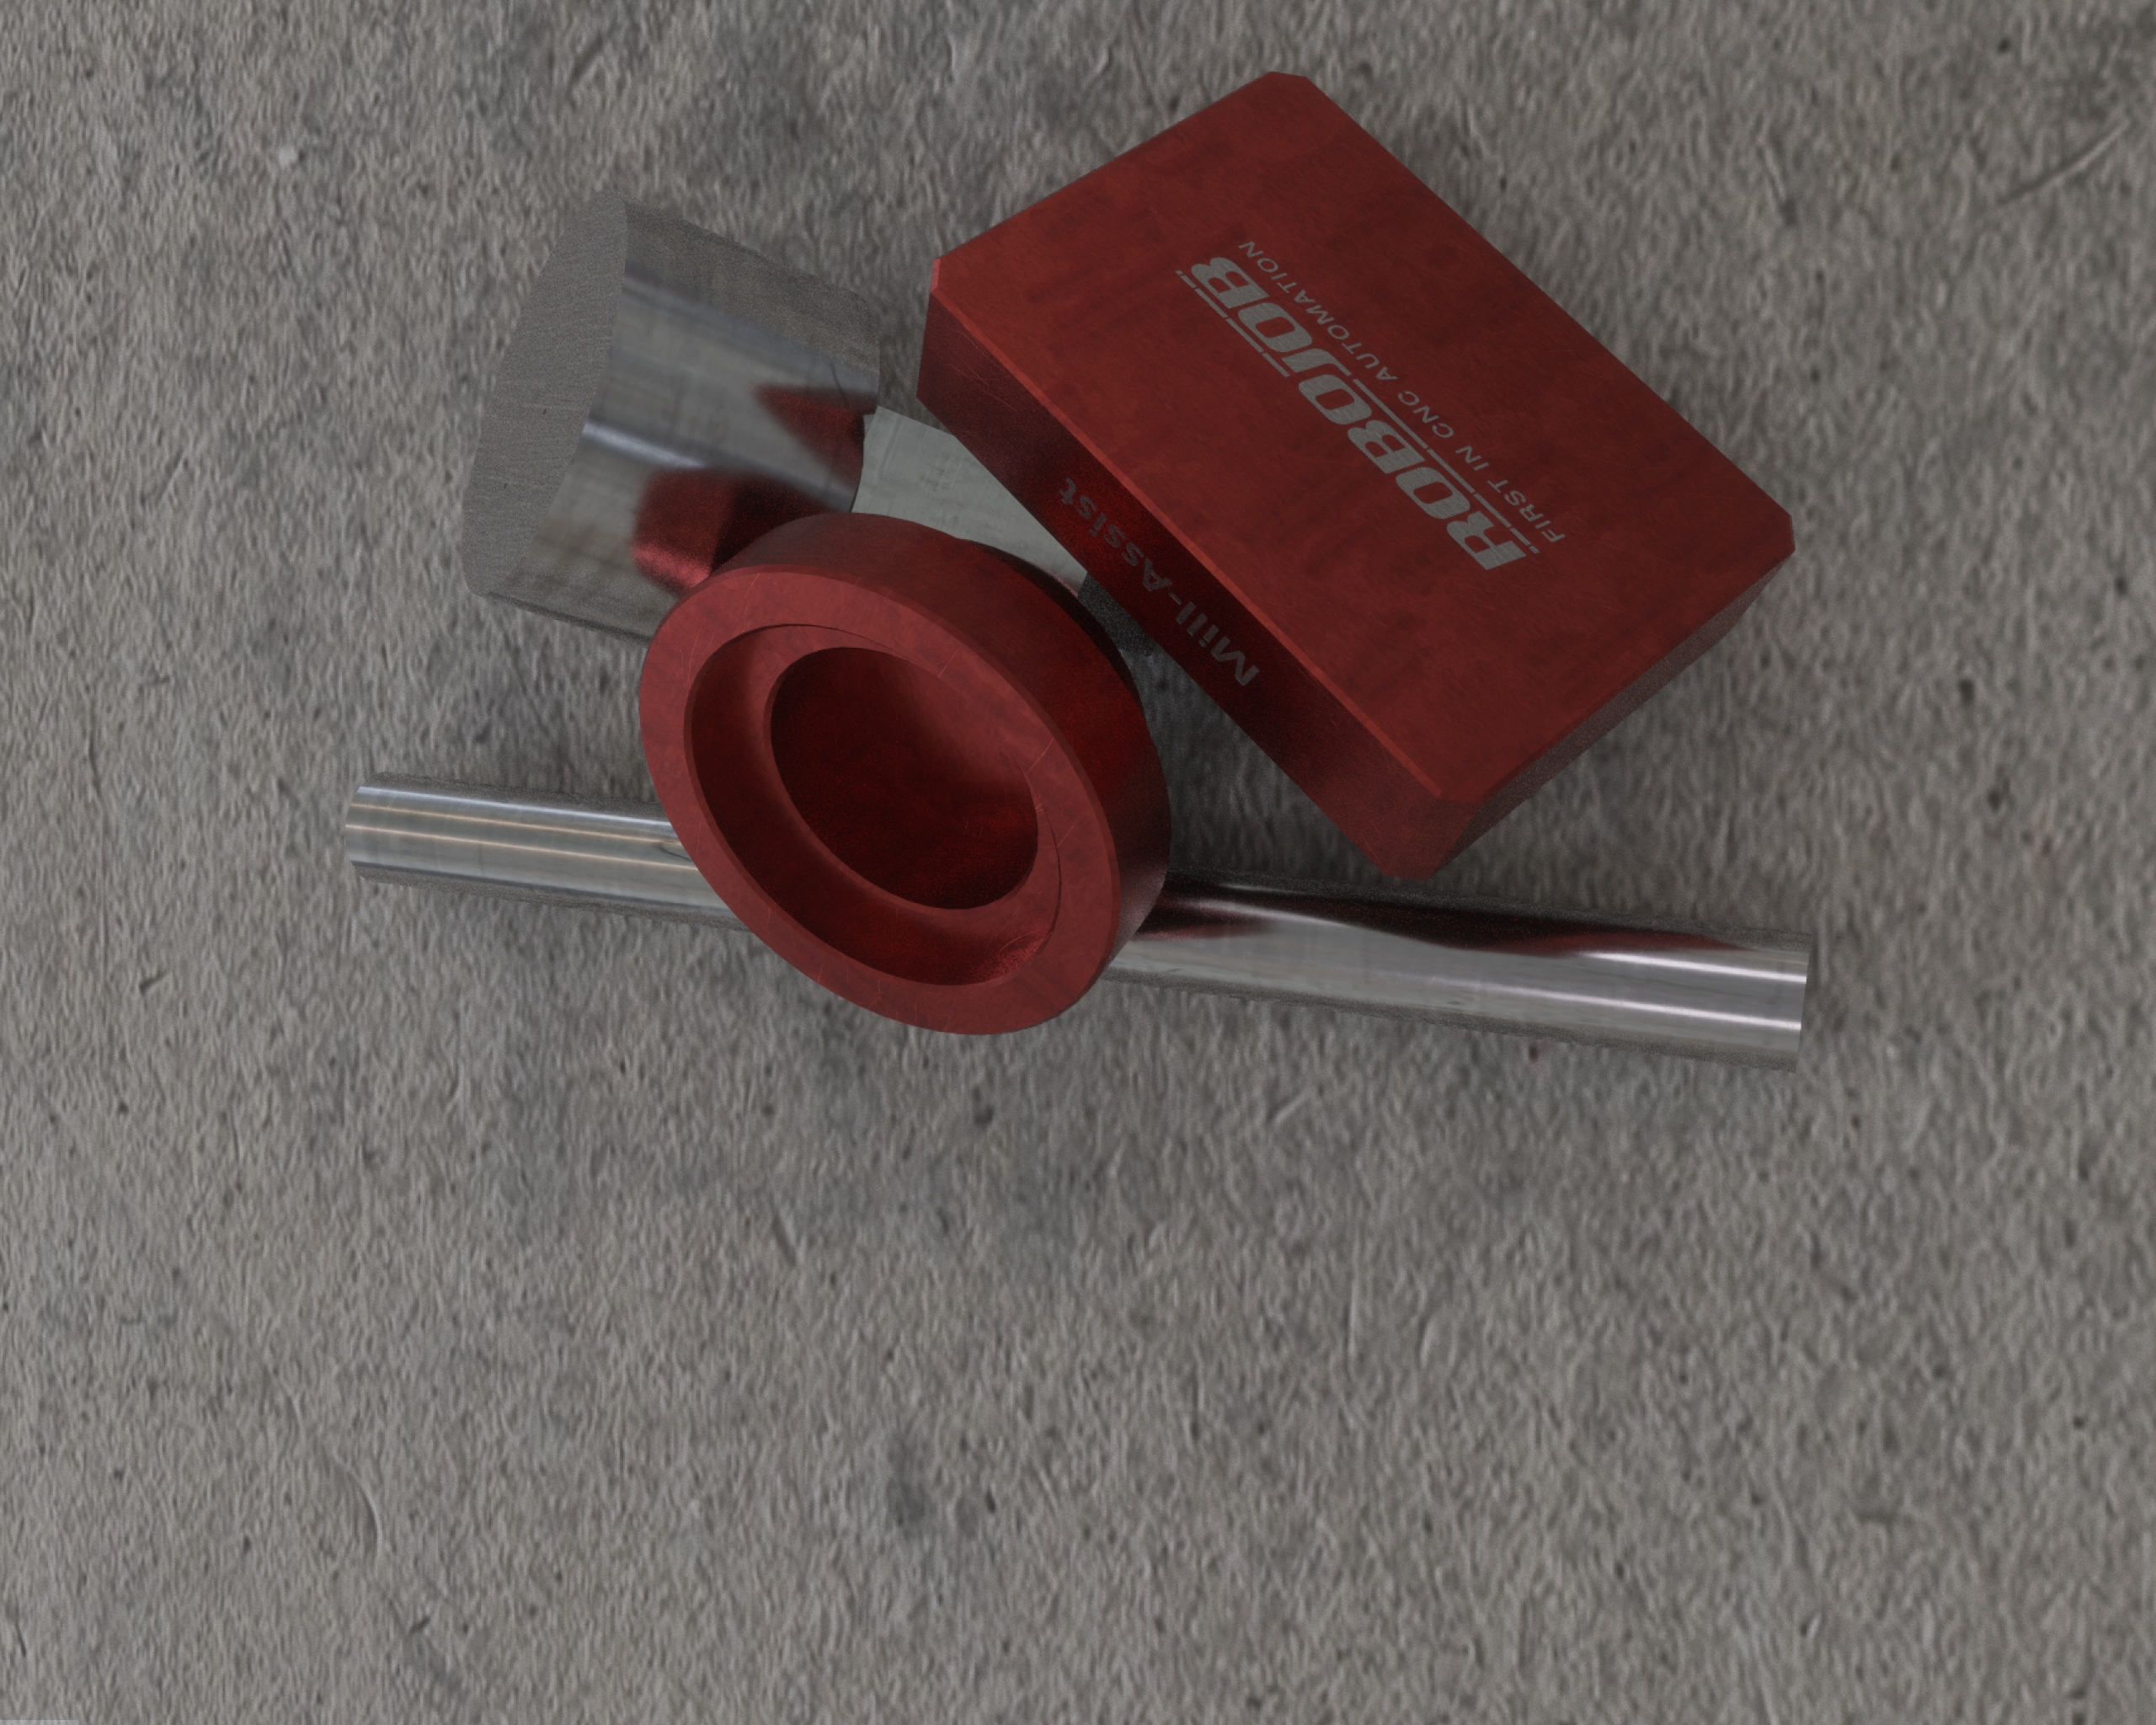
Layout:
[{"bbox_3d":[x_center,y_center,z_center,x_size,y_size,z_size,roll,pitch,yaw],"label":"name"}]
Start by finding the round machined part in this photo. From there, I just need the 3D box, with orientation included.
[{"bbox_3d":[-0.027,-0.020,0.378,0.098,0.042,0.097,18,133,21],"label":"round machined part"}]

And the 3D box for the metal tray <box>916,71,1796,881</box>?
[{"bbox_3d":[0.046,-0.071,0.364,0.090,0.030,0.130,-37,75,-24],"label":"metal tray"}]

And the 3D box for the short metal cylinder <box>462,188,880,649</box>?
[{"bbox_3d":[-0.080,-0.082,0.404,0.080,0.050,0.080,-33,48,48],"label":"short metal cylinder"}]

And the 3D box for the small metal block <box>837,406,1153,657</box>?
[{"bbox_3d":[-0.011,-0.062,0.399,0.050,0.050,0.025,25,99,18],"label":"small metal block"}]

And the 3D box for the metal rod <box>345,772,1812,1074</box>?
[{"bbox_3d":[-0.014,0.008,0.415,0.301,0.025,0.025,7,92,19],"label":"metal rod"}]
